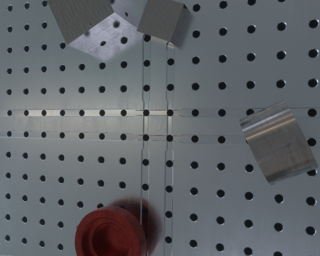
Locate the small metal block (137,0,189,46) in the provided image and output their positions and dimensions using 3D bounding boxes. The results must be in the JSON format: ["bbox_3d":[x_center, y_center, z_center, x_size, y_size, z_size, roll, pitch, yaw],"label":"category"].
[{"bbox_3d":[0.004,-0.142,0.411,0.050,0.025,0.050,23,98,18],"label":"small metal block"}]

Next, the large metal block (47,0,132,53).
[{"bbox_3d":[-0.100,-0.165,0.434,0.080,0.050,0.080,-28,81,18],"label":"large metal block"}]

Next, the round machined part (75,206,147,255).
[{"bbox_3d":[-0.063,0.155,0.426,0.098,0.042,0.097,0,90,20],"label":"round machined part"}]

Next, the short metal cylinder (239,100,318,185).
[{"bbox_3d":[0.128,0.016,0.338,0.050,0.080,0.080,-26,82,18],"label":"short metal cylinder"}]
